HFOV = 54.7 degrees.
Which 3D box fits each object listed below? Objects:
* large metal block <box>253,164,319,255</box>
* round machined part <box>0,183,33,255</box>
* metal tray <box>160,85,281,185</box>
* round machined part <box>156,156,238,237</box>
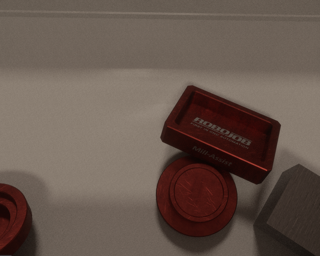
[{"bbox_3d":[0.171,0.101,0.361,0.080,0.050,0.080,33,73,11],"label":"large metal block"},{"bbox_3d":[-0.193,0.113,0.343,0.099,0.042,0.098,1,43,-1],"label":"round machined part"},{"bbox_3d":[0.078,0.004,0.387,0.130,0.030,0.090,24,47,8],"label":"metal tray"},{"bbox_3d":[0.044,0.079,0.372,0.099,0.042,0.098,0,70,0],"label":"round machined part"}]
